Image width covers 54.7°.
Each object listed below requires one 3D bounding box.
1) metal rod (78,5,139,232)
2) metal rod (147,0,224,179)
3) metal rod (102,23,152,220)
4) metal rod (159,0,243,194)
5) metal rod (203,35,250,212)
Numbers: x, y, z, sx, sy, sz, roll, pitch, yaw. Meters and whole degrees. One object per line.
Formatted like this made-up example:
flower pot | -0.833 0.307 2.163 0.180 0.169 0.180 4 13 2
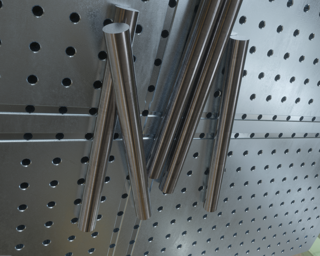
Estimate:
metal rod | -0.069 0.008 0.379 0.025 0.025 0.298 1 118 -29
metal rod | 0.032 -0.064 0.390 0.025 0.025 0.298 4 116 -31
metal rod | -0.033 0.020 0.385 0.025 0.025 0.298 -20 133 -17
metal rod | 0.050 -0.037 0.417 0.025 0.025 0.298 3 117 -30
metal rod | 0.096 0.012 0.473 0.025 0.025 0.298 -11 124 -23
